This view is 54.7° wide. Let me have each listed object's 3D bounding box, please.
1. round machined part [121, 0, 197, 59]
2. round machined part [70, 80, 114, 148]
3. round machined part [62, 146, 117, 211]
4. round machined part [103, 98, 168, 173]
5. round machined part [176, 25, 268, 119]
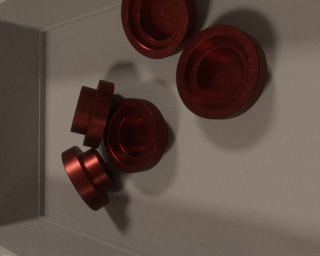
[{"bbox_3d":[0.003,-0.137,0.379,0.098,0.042,0.097,17,120,32],"label":"round machined part"},{"bbox_3d":[-0.098,-0.023,0.442,0.098,0.042,0.097,-165,89,-75],"label":"round machined part"},{"bbox_3d":[-0.098,0.067,0.451,0.042,0.098,0.098,-30,66,-6],"label":"round machined part"},{"bbox_3d":[-0.028,0.010,0.417,0.098,0.042,0.097,0,90,39],"label":"round machined part"},{"bbox_3d":[0.069,-0.058,0.337,0.098,0.042,0.097,0,90,39],"label":"round machined part"}]
